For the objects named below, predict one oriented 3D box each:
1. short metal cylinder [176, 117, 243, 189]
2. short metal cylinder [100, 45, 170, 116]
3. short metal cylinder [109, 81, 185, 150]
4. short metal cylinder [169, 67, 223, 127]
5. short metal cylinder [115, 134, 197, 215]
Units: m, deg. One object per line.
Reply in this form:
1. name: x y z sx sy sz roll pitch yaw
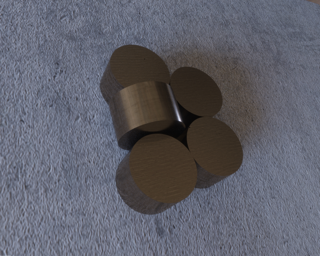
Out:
1. short metal cylinder: 0.058 0.032 0.400 0.081 0.050 0.080 13 57 -20
2. short metal cylinder: -0.034 -0.062 0.409 0.081 0.050 0.080 13 57 -20
3. short metal cylinder: -0.016 -0.012 0.369 0.081 0.080 0.050 -3 64 -30
4. short metal cylinder: 0.039 -0.038 0.433 0.081 0.050 0.080 13 57 -21
5. short metal cylinder: -0.005 0.053 0.354 0.081 0.050 0.080 13 57 -20
